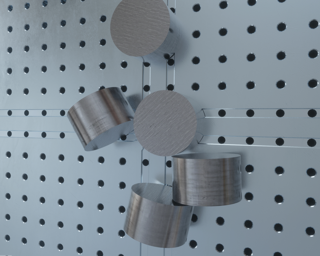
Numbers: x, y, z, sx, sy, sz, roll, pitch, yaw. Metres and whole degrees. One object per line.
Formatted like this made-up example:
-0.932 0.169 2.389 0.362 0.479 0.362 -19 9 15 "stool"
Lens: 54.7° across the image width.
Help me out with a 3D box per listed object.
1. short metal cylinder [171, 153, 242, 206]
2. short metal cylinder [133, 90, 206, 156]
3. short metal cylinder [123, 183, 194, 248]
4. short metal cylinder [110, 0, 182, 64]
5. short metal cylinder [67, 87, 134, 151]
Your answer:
0.054 0.057 0.364 0.080 0.080 0.050 -2 90 20 "short metal cylinder"
0.013 -0.006 0.395 0.080 0.050 0.079 0 90 20 "short metal cylinder"
-0.001 0.105 0.384 0.080 0.080 0.050 14 95 19 "short metal cylinder"
-0.017 -0.128 0.405 0.080 0.050 0.079 0 90 20 "short metal cylinder"
-0.074 -0.011 0.409 0.080 0.080 0.050 -33 80 17 "short metal cylinder"
